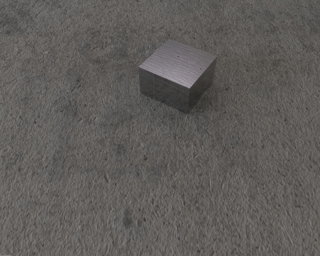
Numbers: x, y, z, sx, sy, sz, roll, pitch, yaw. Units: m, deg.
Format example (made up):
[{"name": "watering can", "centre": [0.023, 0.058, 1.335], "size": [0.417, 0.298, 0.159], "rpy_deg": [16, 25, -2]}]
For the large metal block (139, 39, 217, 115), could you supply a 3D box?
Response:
[{"name": "large metal block", "centre": [0.026, -0.077, 0.452], "size": [0.080, 0.050, 0.080], "rpy_deg": [26, 55, 20]}]
